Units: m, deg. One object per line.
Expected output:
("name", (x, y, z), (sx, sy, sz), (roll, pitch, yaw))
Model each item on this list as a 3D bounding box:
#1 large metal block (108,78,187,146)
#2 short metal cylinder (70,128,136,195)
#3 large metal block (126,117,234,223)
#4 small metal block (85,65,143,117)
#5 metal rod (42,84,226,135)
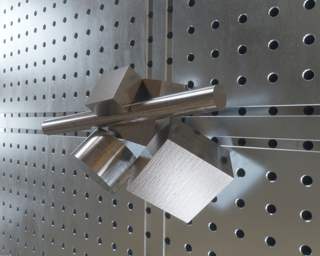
("large metal block", (-0.018, -0.023, 0.403), (0.080, 0.050, 0.079), (14, 99, 39))
("short metal cylinder", (-0.075, 0.045, 0.422), (0.080, 0.080, 0.050), (25, 63, 37))
("large metal block", (0.022, 0.046, 0.343), (0.080, 0.050, 0.080), (31, 118, -12))
("small metal block", (-0.055, -0.043, 0.369), (0.050, 0.025, 0.050), (-7, 50, 40))
("metal rod", (-0.058, -0.015, 0.387), (0.300, 0.025, 0.025), (-7, 86, 40))
